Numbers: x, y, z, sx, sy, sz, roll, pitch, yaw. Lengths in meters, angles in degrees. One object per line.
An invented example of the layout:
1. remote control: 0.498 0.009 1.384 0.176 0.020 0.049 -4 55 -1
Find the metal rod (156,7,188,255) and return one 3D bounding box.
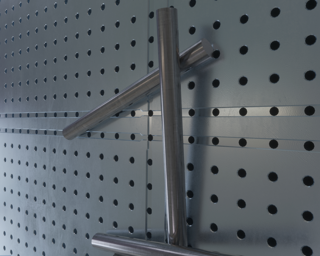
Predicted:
1. metal rod: 0.016 0.011 0.376 0.025 0.025 0.298 2 98 40

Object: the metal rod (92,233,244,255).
1. metal rod: -0.002 0.153 0.379 0.299 0.025 0.025 -15 80 49

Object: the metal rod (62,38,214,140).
1. metal rod: -0.052 -0.042 0.453 0.299 0.025 0.025 -26 74 37

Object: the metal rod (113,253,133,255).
1. metal rod: 0.050 0.186 0.368 0.300 0.025 0.025 -7 86 40
